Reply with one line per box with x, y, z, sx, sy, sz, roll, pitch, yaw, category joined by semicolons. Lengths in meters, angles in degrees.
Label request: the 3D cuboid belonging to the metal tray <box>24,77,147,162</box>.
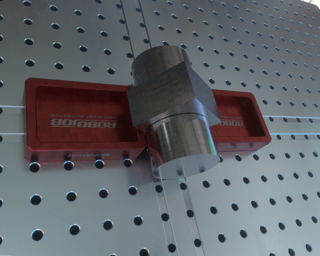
-0.087;-0.009;0.363;0.131;0.030;0.090;1;61;-28;metal tray

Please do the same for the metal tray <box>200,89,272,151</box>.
0.096;-0.012;0.464;0.131;0.030;0.090;1;61;-28;metal tray

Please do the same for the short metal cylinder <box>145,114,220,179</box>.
0.026;0.024;0.371;0.081;0.080;0.050;2;61;-28;short metal cylinder

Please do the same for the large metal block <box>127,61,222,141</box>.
0.019;-0.026;0.380;0.080;0.080;0.050;30;41;-54;large metal block

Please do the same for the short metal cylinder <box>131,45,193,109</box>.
0.005;-0.064;0.414;0.081;0.080;0.050;1;61;-28;short metal cylinder
